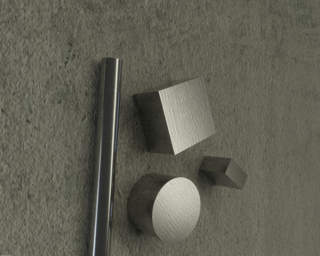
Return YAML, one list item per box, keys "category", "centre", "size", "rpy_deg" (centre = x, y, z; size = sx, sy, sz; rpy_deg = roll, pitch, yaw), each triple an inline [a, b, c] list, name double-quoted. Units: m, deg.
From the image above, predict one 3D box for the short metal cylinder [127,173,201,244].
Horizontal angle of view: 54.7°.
- category: "short metal cylinder"
  centre: [0.006, 0.100, 0.396]
  size: [0.081, 0.050, 0.079]
  rpy_deg: [0, 90, -40]

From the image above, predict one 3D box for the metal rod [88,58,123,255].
- category: "metal rod"
  centre: [-0.064, 0.070, 0.352]
  size: [0.025, 0.025, 0.298]
  rpy_deg: [6, 87, -40]

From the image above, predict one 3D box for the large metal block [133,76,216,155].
- category: "large metal block"
  centre: [0.021, -0.018, 0.408]
  size: [0.081, 0.050, 0.080]
  rpy_deg: [-24, 106, -38]

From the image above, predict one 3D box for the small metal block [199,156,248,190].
- category: "small metal block"
  centre: [0.097, 0.068, 0.472]
  size: [0.050, 0.050, 0.025]
  rpy_deg: [43, 64, -32]
